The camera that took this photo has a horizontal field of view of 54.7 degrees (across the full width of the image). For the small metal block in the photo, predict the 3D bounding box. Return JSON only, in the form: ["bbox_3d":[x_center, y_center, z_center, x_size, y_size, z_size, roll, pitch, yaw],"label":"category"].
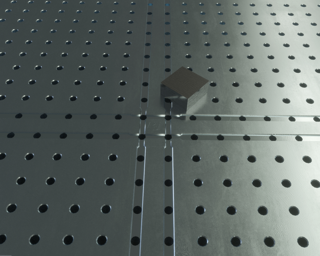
[{"bbox_3d":[0.036,-0.059,0.458,0.050,0.025,0.050,34,58,25],"label":"small metal block"}]
